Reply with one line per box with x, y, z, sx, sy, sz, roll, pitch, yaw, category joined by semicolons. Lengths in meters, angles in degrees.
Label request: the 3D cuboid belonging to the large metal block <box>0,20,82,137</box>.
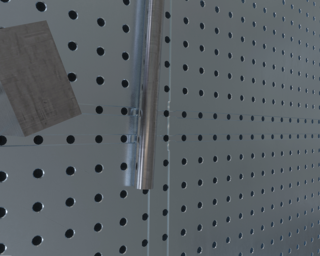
-0.122;-0.040;0.271;0.050;0.080;0.080;-28;108;-37;large metal block

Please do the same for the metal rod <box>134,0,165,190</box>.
-0.012;-0.073;0.399;0.025;0.025;0.298;6;86;-40;metal rod
